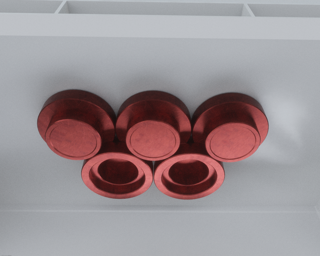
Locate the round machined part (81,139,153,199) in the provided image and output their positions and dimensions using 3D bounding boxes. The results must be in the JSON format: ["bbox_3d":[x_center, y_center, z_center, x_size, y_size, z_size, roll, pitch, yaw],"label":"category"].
[{"bbox_3d":[-0.058,0.055,0.441,0.099,0.042,0.097,0,130,0],"label":"round machined part"}]

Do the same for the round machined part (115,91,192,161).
[{"bbox_3d":[-0.009,0.004,0.398,0.099,0.042,0.097,0,129,0],"label":"round machined part"}]

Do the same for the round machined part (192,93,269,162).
[{"bbox_3d":[0.091,0.007,0.401,0.099,0.042,0.097,0,129,0],"label":"round machined part"}]

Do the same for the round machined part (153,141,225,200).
[{"bbox_3d":[0.040,0.056,0.444,0.099,0.042,0.097,0,130,0],"label":"round machined part"}]

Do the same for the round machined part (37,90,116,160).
[{"bbox_3d":[-0.107,0.003,0.396,0.099,0.042,0.097,-1,129,-1],"label":"round machined part"}]
